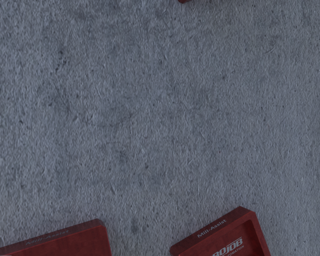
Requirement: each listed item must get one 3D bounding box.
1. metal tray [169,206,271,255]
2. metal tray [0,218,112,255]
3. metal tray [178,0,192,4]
[{"bbox_3d":[0.089,0.182,0.439,0.131,0.030,0.090,-24,98,-19],"label":"metal tray"},{"bbox_3d":[-0.122,0.170,0.362,0.131,0.030,0.089,-12,94,-20],"label":"metal tray"},{"bbox_3d":[0.043,-0.249,0.422,0.091,0.030,0.129,-28,99,-18],"label":"metal tray"}]
